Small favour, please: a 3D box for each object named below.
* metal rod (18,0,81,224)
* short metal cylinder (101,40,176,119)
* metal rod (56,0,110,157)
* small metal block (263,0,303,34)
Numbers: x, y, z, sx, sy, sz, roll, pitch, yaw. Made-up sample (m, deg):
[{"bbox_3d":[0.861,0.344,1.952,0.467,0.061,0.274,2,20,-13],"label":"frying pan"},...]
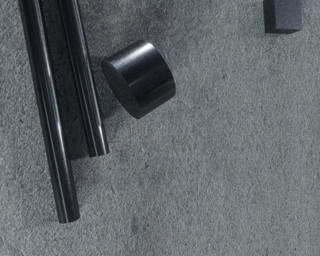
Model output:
[{"bbox_3d":[-0.131,-0.038,0.360,0.025,0.025,0.298,-10,94,-20],"label":"metal rod"},{"bbox_3d":[-0.026,-0.057,0.370,0.050,0.080,0.080,-35,101,-17],"label":"short metal cylinder"},{"bbox_3d":[-0.102,-0.113,0.370,0.025,0.025,0.298,-12,94,-20],"label":"metal rod"},{"bbox_3d":[0.190,-0.174,0.479,0.050,0.025,0.050,-5,92,-20],"label":"small metal block"}]
